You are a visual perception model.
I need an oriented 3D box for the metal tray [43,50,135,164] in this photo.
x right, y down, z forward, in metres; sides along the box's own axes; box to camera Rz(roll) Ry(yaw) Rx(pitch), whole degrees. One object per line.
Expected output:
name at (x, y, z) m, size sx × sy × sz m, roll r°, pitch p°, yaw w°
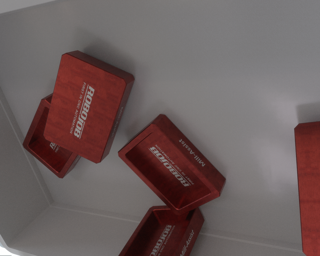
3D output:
metal tray at (-0.098, -0.026, 0.417) m, size 0.090 × 0.030 × 0.129 m, roll 25°, pitch 114°, yaw 5°

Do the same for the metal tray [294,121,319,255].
metal tray at (0.180, 0.056, 0.289) m, size 0.090 × 0.130 × 0.030 m, roll -8°, pitch 156°, yaw 31°

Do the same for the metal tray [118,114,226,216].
metal tray at (0.015, 0.055, 0.431) m, size 0.130 × 0.030 × 0.090 m, roll 46°, pitch 129°, yaw -5°

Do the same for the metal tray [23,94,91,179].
metal tray at (-0.164, 0.015, 0.501) m, size 0.090 × 0.030 × 0.129 m, roll 41°, pitch 129°, yaw 0°

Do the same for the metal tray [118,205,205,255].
metal tray at (0.000, 0.165, 0.443) m, size 0.090 × 0.131 × 0.030 m, roll -12°, pitch 112°, yaw 33°
